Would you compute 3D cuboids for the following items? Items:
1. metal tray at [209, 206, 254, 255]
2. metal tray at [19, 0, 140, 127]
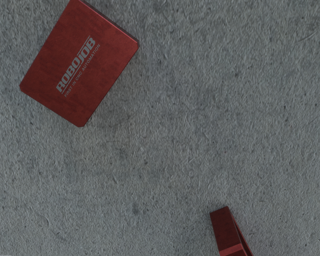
[{"bbox_3d":[0.117,0.190,0.446,0.030,0.090,0.130,-26,108,9],"label":"metal tray"},{"bbox_3d":[-0.097,-0.076,0.378,0.090,0.030,0.129,35,106,-12],"label":"metal tray"}]
